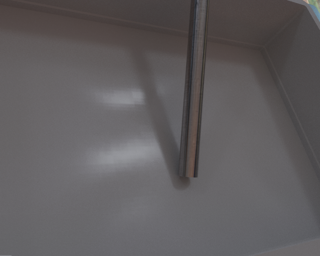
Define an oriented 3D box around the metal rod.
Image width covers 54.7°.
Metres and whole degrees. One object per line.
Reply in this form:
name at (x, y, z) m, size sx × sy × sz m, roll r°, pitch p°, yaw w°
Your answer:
metal rod at (0.047, -0.086, 0.407) m, size 0.025 × 0.025 × 0.298 m, roll 7°, pitch 83°, yaw -25°
